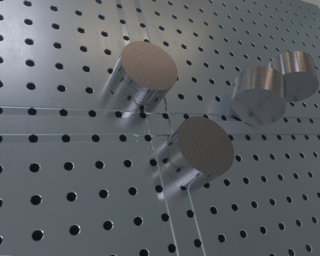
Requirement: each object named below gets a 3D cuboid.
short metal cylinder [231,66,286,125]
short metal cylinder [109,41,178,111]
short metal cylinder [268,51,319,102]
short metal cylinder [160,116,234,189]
[{"bbox_3d":[0.155,-0.050,0.486,0.080,0.080,0.050,27,53,-12],"label":"short metal cylinder"},{"bbox_3d":[-0.023,-0.071,0.423,0.081,0.050,0.080,14,56,-21],"label":"short metal cylinder"},{"bbox_3d":[0.236,-0.090,0.555,0.080,0.080,0.050,20,54,-17],"label":"short metal cylinder"},{"bbox_3d":[0.047,0.032,0.397,0.081,0.050,0.080,14,56,-21],"label":"short metal cylinder"}]
